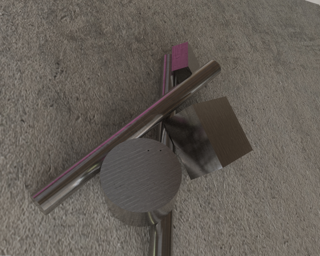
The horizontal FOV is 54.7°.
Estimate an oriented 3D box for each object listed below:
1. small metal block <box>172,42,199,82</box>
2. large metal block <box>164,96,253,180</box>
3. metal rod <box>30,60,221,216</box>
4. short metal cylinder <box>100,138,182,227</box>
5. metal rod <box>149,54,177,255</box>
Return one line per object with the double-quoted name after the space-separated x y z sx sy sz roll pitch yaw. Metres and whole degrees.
0.040 -0.092 0.466 0.050 0.025 0.050 49 35 -49 "small metal block"
0.063 0.011 0.398 0.081 0.050 0.080 -17 80 -48 "large metal block"
-0.019 -0.007 0.377 0.025 0.025 0.302 47 58 5 "metal rod"
-0.020 0.057 0.327 0.081 0.050 0.080 2 57 -3 "short metal cylinder"
0.007 0.022 0.395 0.025 0.025 0.300 16 55 -19 "metal rod"
